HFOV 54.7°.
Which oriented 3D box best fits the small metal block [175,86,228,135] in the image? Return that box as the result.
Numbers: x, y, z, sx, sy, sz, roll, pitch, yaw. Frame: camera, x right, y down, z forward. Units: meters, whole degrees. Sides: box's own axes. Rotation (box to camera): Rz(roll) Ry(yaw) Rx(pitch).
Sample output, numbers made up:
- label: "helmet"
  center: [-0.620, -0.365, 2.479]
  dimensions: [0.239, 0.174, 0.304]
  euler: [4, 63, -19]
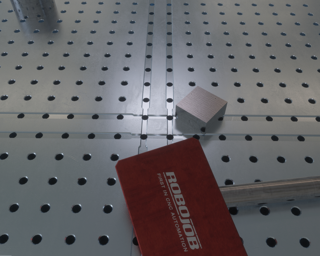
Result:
- label: "small metal block"
  center: [0.057, -0.025, 0.429]
  dimensions: [0.050, 0.025, 0.050]
  euler: [33, 57, 24]

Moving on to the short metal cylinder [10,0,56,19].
- label: "short metal cylinder"
  center: [-0.251, -0.257, 0.605]
  dimensions: [0.081, 0.050, 0.080]
  euler: [0, 50, 0]

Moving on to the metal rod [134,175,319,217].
- label: "metal rod"
  center: [0.122, 0.072, 0.347]
  dimensions: [0.302, 0.025, 0.025]
  euler: [-5, 50, -5]

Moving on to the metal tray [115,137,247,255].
- label: "metal tray"
  center: [0.017, 0.083, 0.308]
  dimensions: [0.091, 0.030, 0.130]
  euler: [-17, 69, -9]
